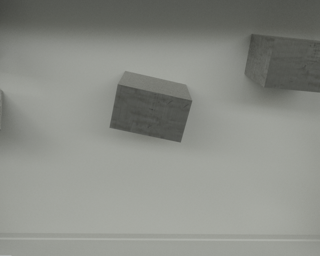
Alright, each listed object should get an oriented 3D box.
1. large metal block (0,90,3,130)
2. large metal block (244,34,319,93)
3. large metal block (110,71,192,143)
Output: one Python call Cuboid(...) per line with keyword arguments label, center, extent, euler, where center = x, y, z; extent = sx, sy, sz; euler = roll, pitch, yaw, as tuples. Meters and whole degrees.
Cuboid(label="large metal block", center=(-0.234, -0.025, 0.354), extent=(0.050, 0.080, 0.080), euler=(-41, 134, 13))
Cuboid(label="large metal block", center=(0.152, -0.076, 0.356), extent=(0.081, 0.080, 0.050), euler=(5, 110, -2))
Cuboid(label="large metal block", center=(-0.011, -0.029, 0.371), extent=(0.081, 0.080, 0.050), euler=(12, 110, -5))
